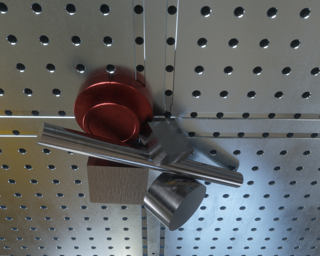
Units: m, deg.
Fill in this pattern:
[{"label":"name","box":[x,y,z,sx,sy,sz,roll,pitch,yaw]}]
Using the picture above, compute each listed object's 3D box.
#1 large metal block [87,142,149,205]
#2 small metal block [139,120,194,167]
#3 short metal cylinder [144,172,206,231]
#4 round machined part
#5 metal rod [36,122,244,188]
[{"label":"large metal block","box":[-0.058,0.065,0.446,0.081,0.050,0.079,4,130,-4]},{"label":"small metal block","box":[0.008,0.018,0.398,0.050,0.050,0.025,-5,145,-44]},{"label":"short metal cylinder","box":[0.023,0.102,0.454,0.080,0.050,0.080,-36,145,-29]},{"label":"round machined part","box":[-0.058,-0.015,0.387,0.099,0.042,0.097,-1,130,0]},{"label":"metal rod","box":[-0.003,0.043,0.406,0.302,0.025,0.025,17,129,-31]}]
